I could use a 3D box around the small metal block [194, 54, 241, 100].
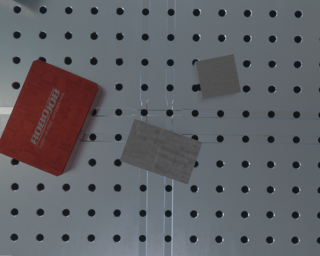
[{"bbox_3d":[0.076,-0.067,0.414,0.050,0.025,0.050,-11,90,0],"label":"small metal block"}]

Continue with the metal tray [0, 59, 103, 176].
[{"bbox_3d":[-0.144,-0.013,0.410,0.090,0.030,0.129,23,90,0],"label":"metal tray"}]

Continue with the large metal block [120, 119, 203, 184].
[{"bbox_3d":[0.001,0.026,0.386,0.080,0.080,0.050,19,90,0],"label":"large metal block"}]
